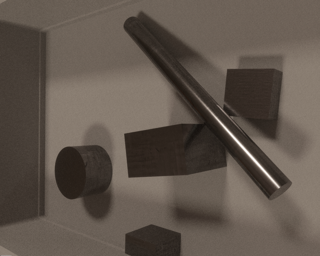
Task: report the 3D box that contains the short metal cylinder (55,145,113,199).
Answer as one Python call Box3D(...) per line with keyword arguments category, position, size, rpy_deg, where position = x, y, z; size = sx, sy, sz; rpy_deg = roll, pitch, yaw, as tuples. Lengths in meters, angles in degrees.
Box3D(category="short metal cylinder", position=(-0.121, 0.068, 0.487), size=(0.080, 0.050, 0.079), rpy_deg=(0, 90, 39))

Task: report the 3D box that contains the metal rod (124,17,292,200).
Box3D(category="metal rod", position=(0.033, -0.045, 0.354), size=(0.025, 0.025, 0.300), rpy_deg=(-55, 52, 26))

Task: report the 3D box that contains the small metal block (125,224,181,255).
Box3D(category="small metal block", position=(-0.009, 0.147, 0.396), size=(0.050, 0.050, 0.025), rpy_deg=(3, 92, 39))

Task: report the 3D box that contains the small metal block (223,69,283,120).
Box3D(category="small metal block", position=(0.097, -0.036, 0.326), size=(0.050, 0.025, 0.050), rpy_deg=(8, 95, 39))

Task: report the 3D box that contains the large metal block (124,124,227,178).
Box3D(category="large metal block", position=(0.018, 0.026, 0.354), size=(0.080, 0.081, 0.050), rpy_deg=(-10, 84, 39))
